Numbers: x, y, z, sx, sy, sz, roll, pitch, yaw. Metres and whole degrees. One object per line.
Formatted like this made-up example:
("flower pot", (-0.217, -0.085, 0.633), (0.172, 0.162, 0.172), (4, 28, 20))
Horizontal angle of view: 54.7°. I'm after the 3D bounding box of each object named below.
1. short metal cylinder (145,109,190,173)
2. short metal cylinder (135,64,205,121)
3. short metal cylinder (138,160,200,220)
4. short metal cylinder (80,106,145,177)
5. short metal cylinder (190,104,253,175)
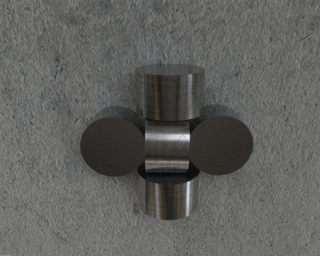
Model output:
("short metal cylinder", (0.008, 0.016, 0.388), (0.050, 0.080, 0.079), (1, 110, 0))
("short metal cylinder", (0.012, -0.045, 0.366), (0.081, 0.080, 0.050), (0, 110, 0))
("short metal cylinder", (0.011, 0.077, 0.411), (0.081, 0.080, 0.050), (0, 110, 0))
("short metal cylinder", (-0.058, 0.016, 0.403), (0.081, 0.050, 0.079), (0, 110, -1))
("short metal cylinder", (0.074, 0.014, 0.403), (0.081, 0.050, 0.079), (0, 111, 0))
